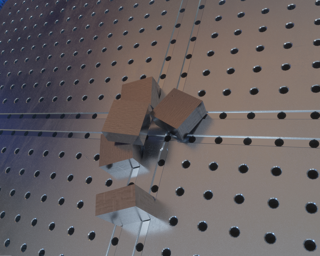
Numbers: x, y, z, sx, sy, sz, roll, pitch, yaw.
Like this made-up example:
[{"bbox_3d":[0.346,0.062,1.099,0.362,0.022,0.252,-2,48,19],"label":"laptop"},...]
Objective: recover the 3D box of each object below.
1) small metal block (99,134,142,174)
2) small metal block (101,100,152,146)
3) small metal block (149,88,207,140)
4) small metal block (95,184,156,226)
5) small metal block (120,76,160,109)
[{"bbox_3d":[-0.053,0.029,0.419,0.050,0.025,0.050,-16,55,19],"label":"small metal block"},{"bbox_3d":[-0.041,-0.008,0.404,0.050,0.025,0.050,6,60,17],"label":"small metal block"},{"bbox_3d":[0.024,-0.019,0.404,0.050,0.025,0.050,30,70,37],"label":"small metal block"},{"bbox_3d":[-0.039,0.090,0.358,0.050,0.050,0.025,-18,55,18],"label":"small metal block"},{"bbox_3d":[-0.029,-0.042,0.451,0.050,0.025,0.050,-12,57,22],"label":"small metal block"}]
